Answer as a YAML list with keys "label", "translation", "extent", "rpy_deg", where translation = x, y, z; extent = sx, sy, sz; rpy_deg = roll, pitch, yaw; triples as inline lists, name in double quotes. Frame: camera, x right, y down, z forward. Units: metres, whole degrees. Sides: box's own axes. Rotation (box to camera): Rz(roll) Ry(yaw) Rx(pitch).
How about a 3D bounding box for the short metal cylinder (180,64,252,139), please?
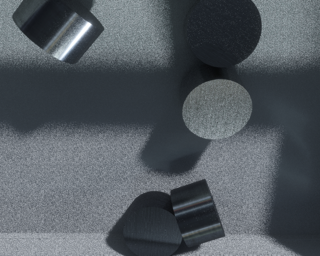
- label: "short metal cylinder"
  translation: [0.066, -0.033, 0.379]
  extent: [0.081, 0.050, 0.079]
  rpy_deg: [0, 122, 0]

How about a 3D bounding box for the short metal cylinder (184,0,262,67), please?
- label: "short metal cylinder"
  translation: [0.069, -0.114, 0.357]
  extent: [0.081, 0.050, 0.079]
  rpy_deg: [0, 110, -1]

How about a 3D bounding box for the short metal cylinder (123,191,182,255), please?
- label: "short metal cylinder"
  translation: [-0.008, 0.138, 0.443]
  extent: [0.080, 0.050, 0.079]
  rpy_deg: [1, 103, 3]

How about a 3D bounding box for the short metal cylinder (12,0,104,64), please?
- label: "short metal cylinder"
  translation: [-0.109, -0.116, 0.338]
  extent: [0.080, 0.080, 0.050]
  rpy_deg: [41, 105, -14]

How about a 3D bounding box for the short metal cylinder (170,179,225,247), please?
- label: "short metal cylinder"
  translation: [0.052, 0.116, 0.426]
  extent: [0.050, 0.080, 0.080]
  rpy_deg: [-20, 109, 6]
